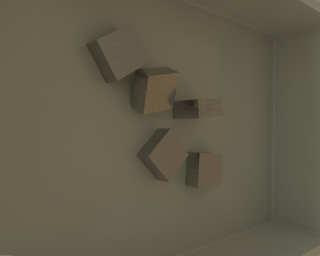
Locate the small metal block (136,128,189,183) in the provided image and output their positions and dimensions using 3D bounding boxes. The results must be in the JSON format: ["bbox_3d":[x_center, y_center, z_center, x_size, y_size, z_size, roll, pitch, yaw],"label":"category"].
[{"bbox_3d":[0.005,0.036,0.413,0.050,0.025,0.050,-51,121,-28],"label":"small metal block"}]

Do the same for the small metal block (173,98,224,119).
[{"bbox_3d":[0.053,-0.027,0.437,0.050,0.050,0.025,-6,95,-40],"label":"small metal block"}]

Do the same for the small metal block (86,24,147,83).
[{"bbox_3d":[-0.050,-0.088,0.366,0.050,0.025,0.050,-39,114,-33],"label":"small metal block"}]

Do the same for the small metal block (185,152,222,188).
[{"bbox_3d":[0.066,0.062,0.465,0.050,0.025,0.050,5,87,-40],"label":"small metal block"}]

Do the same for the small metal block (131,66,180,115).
[{"bbox_3d":[-0.006,-0.048,0.391,0.050,0.025,0.050,-15,126,-39],"label":"small metal block"}]
